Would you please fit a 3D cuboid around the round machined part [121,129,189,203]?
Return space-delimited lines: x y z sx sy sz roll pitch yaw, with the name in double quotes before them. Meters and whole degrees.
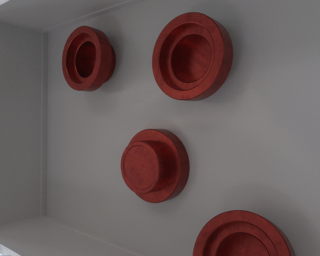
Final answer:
"round machined part" -0.014 0.050 0.407 0.098 0.042 0.097 0 90 40

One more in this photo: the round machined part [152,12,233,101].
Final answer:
"round machined part" 0.041 -0.080 0.362 0.098 0.042 0.097 0 90 40

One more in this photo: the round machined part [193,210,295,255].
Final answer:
"round machined part" 0.086 0.135 0.311 0.098 0.042 0.098 -15 61 29

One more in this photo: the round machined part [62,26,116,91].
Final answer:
"round machined part" -0.107 -0.106 0.485 0.098 0.042 0.097 0 90 40
